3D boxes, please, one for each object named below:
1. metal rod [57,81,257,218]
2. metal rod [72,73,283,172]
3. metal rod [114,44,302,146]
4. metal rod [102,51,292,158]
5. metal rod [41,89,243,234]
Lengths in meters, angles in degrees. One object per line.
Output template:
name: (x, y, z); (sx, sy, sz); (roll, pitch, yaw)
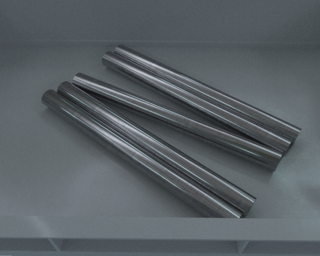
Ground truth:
metal rod: (-0.021, 0.015, 0.391); (0.300, 0.025, 0.025); (31, 57, 23)
metal rod: (0.010, -0.015, 0.416); (0.301, 0.025, 0.025); (23, 54, 18)
metal rod: (0.054, -0.057, 0.451); (0.300, 0.025, 0.025); (30, 56, 22)
metal rod: (0.036, -0.042, 0.439); (0.300, 0.025, 0.025); (30, 56, 22)
metal rod: (-0.039, 0.028, 0.380); (0.300, 0.025, 0.025); (31, 57, 23)
